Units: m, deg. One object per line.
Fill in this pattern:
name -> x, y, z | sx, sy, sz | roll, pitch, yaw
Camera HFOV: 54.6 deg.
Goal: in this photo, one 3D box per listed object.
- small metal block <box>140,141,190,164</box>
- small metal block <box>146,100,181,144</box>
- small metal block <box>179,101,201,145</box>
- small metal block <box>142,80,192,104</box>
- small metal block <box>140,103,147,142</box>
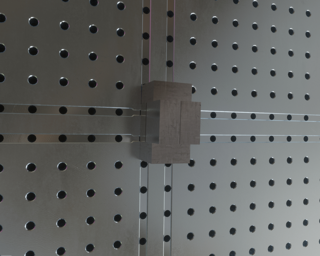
small metal block -> 0.005, 0.031, 0.401 | 0.050, 0.050, 0.025 | 2, 90, -20
small metal block -> 0.003, -0.007, 0.373 | 0.025, 0.050, 0.050 | 2, 90, -20
small metal block -> 0.027, -0.006, 0.382 | 0.025, 0.050, 0.050 | 2, 89, -19
small metal block -> 0.008, -0.044, 0.401 | 0.050, 0.050, 0.025 | 2, 90, -20
small metal block -> 0.002, -0.007, 0.412 | 0.050, 0.025, 0.050 | 2, 90, -19
